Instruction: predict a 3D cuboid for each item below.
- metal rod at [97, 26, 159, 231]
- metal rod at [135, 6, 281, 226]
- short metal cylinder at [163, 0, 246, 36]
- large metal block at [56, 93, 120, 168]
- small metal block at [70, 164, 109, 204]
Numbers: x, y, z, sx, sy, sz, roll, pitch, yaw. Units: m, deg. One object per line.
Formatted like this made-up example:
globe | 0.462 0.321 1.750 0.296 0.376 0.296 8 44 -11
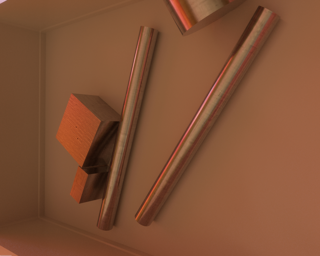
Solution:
metal rod | -0.049 0.008 0.444 0.025 0.025 0.298 23 104 37
metal rod | 0.044 0.003 0.368 0.025 0.025 0.298 43 115 31
short metal cylinder | 0.047 -0.139 0.323 0.080 0.080 0.050 -25 98 37
large metal block | -0.107 0.002 0.476 0.080 0.050 0.079 39 114 32
small metal block | -0.103 0.083 0.473 0.025 0.050 0.050 32 110 35
